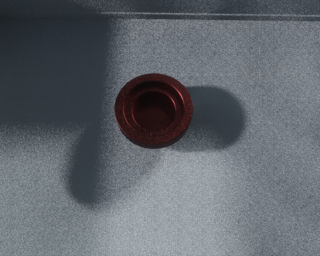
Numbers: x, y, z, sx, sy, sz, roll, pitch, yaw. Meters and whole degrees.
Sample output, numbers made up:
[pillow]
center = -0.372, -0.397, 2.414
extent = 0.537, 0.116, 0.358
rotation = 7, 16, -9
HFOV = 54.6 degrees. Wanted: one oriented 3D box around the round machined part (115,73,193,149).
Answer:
[round machined part]
center = -0.008, -0.019, 0.408
extent = 0.099, 0.042, 0.098
rotation = 0, 70, 0
